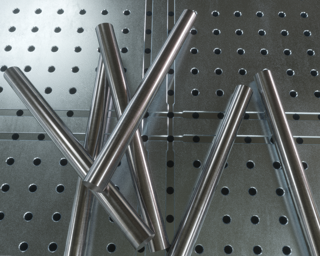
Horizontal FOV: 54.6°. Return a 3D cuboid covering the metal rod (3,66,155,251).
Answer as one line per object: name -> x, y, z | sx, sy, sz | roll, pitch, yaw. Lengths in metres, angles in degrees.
metal rod -> -0.112, 0.021, 0.380 | 0.025, 0.025, 0.300 | -39, 66, -13

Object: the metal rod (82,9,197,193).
metal rod -> -0.013, -0.055, 0.400 | 0.025, 0.025, 0.300 | 22, 60, 8

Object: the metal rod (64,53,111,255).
metal rod -> -0.088, 0.035, 0.398 | 0.025, 0.025, 0.299 | 5, 70, 2

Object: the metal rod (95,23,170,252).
metal rod -> -0.039, 0.001, 0.396 | 0.025, 0.025, 0.299 | -14, 76, -5

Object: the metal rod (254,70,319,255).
metal rod -> 0.171, 0.063, 0.389 | 0.025, 0.025, 0.299 | -9, 70, -3

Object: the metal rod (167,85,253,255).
metal rod -> 0.056, 0.076, 0.384 | 0.025, 0.025, 0.300 | 23, 71, 8
